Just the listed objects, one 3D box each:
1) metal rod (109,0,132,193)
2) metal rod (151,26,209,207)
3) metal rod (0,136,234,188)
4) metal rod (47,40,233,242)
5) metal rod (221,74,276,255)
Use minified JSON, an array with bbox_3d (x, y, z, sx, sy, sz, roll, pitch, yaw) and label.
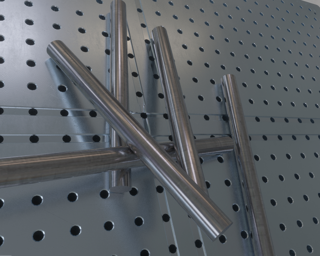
[{"bbox_3d":[-0.055,-0.062,0.415,0.025,0.025,0.299,9,58,-23],"label":"metal rod"},{"bbox_3d":[0.018,-0.040,0.406,0.025,0.025,0.300,11,46,-23],"label":"metal rod"},{"bbox_3d":[-0.020,0.031,0.348,0.302,0.025,0.025,-3,63,-40],"label":"metal rod"},{"bbox_3d":[-0.040,-0.005,0.335,0.025,0.025,0.300,-24,58,-36],"label":"metal rod"},{"bbox_3d":[0.122,0.048,0.443,0.025,0.025,0.299,10,57,-23],"label":"metal rod"}]
